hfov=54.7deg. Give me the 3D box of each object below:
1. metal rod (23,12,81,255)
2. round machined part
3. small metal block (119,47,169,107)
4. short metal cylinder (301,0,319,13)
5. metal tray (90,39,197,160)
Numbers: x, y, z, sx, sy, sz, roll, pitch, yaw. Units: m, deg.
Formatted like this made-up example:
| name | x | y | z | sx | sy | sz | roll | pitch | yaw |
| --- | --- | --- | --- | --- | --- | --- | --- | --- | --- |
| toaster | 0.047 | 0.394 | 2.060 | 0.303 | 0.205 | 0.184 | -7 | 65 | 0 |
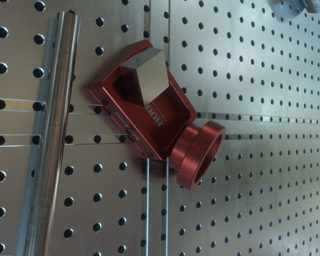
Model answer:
| name | x | y | z | sx | sy | sz | roll | pitch | yaw |
| --- | --- | --- | --- | --- | --- | --- | --- | --- | --- |
| metal rod | -0.112 | 0.030 | 0.316 | 0.025 | 0.025 | 0.298 | 10 | 84 | -40 |
| round machined part | 0.047 | 0.032 | 0.419 | 0.098 | 0.042 | 0.098 | -52 | 159 | -28 |
| small metal block | -0.017 | -0.061 | 0.367 | 0.050 | 0.025 | 0.050 | -44 | 139 | -35 |
| short metal cylinder | 0.346 | -0.296 | 0.668 | 0.050 | 0.080 | 0.080 | 43 | 64 | -32 |
| metal tray | -0.015 | -0.033 | 0.395 | 0.090 | 0.030 | 0.130 | -52 | 121 | -27 |
